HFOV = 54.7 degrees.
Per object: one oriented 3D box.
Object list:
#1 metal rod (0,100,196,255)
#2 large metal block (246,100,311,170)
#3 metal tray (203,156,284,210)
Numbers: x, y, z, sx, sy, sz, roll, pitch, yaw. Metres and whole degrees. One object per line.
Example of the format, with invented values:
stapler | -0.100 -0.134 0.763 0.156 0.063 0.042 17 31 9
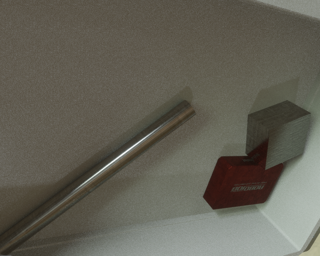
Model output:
metal rod | -0.080 0.062 0.404 0.301 0.025 0.025 -37 130 -4
large metal block | 0.190 0.011 0.506 0.081 0.050 0.079 -20 126 -17
metal tray | 0.148 0.095 0.548 0.131 0.030 0.089 2 118 -30
